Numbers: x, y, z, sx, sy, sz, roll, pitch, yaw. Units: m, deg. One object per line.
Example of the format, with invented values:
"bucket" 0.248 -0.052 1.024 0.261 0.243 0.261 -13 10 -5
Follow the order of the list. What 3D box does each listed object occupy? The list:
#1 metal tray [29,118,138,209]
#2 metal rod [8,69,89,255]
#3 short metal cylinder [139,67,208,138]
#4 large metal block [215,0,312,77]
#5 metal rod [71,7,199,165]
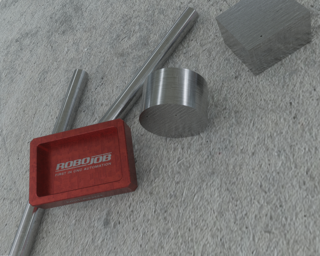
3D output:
"metal tray" -0.100 0.046 0.397 0.131 0.030 0.090 -13 66 8
"metal rod" -0.158 0.038 0.460 0.025 0.025 0.299 -4 60 26
"short metal cylinder" 0.017 -0.028 0.376 0.080 0.080 0.050 -9 58 23
"large metal block" 0.131 -0.127 0.396 0.080 0.050 0.080 -33 52 6
"metal rod" -0.035 -0.061 0.457 0.025 0.025 0.300 27 76 37
